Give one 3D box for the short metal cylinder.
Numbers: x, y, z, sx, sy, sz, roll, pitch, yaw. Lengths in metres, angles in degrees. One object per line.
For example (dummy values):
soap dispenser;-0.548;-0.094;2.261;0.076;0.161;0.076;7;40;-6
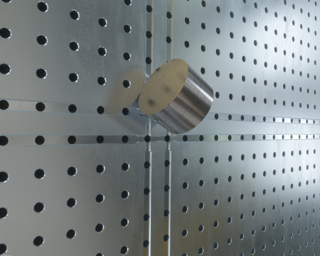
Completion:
short metal cylinder;0.019;-0.039;0.388;0.050;0.080;0.080;35;68;-34
